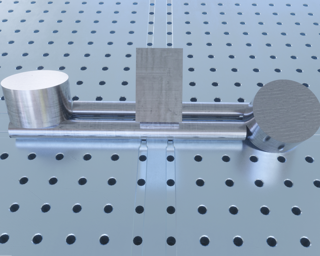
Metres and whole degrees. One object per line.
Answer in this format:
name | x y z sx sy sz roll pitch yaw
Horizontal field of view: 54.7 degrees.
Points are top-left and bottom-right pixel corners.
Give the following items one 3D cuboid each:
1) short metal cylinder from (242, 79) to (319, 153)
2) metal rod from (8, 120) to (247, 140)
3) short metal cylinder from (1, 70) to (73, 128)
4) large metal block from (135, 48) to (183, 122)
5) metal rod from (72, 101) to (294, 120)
short metal cylinder | 0.149 -0.013 0.386 0.081 0.050 0.080 0 72 0
metal rod | -0.041 0.002 0.404 0.302 0.025 0.025 1 50 0
short metal cylinder | -0.158 -0.040 0.405 0.081 0.050 0.080 0 27 0
large metal block | 0.000 -0.048 0.373 0.050 0.080 0.079 1 92 0
metal rod | 0.033 -0.024 0.427 0.302 0.025 0.025 1 50 0
